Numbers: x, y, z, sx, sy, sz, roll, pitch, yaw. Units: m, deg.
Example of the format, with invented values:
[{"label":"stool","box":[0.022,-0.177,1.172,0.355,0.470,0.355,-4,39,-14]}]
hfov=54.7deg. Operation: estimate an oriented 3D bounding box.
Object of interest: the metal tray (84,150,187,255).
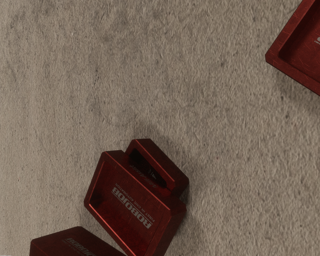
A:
[{"label":"metal tray","box":[-0.037,0.098,0.390,0.130,0.030,0.089,35,112,34]}]

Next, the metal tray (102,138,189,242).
[{"label":"metal tray","box":[-0.029,0.090,0.422,0.090,0.030,0.129,45,116,30]}]

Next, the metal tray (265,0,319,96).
[{"label":"metal tray","box":[0.169,-0.062,0.261,0.130,0.030,0.089,45,117,30]}]

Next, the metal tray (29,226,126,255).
[{"label":"metal tray","box":[-0.119,0.194,0.457,0.130,0.091,0.030,14,99,39]}]
